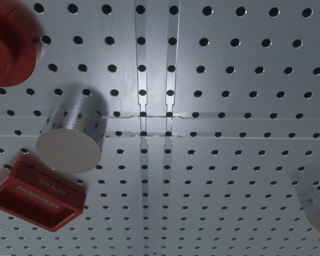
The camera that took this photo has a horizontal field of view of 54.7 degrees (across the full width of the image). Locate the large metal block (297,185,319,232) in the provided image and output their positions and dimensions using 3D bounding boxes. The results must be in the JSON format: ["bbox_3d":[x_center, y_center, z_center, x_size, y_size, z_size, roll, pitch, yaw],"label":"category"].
[{"bbox_3d":[0.291,0.134,0.512,0.080,0.050,0.080,-33,123,25],"label":"large metal block"}]

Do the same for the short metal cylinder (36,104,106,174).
[{"bbox_3d":[-0.114,0.015,0.407,0.081,0.050,0.079,0,130,0],"label":"short metal cylinder"}]

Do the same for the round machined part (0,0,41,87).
[{"bbox_3d":[-0.183,-0.084,0.327,0.099,0.042,0.097,0,130,0],"label":"round machined part"}]

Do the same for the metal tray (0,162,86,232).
[{"bbox_3d":[-0.201,0.117,0.505,0.090,0.030,0.130,-37,121,27],"label":"metal tray"}]
